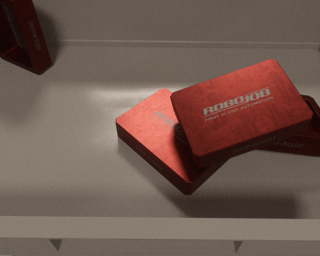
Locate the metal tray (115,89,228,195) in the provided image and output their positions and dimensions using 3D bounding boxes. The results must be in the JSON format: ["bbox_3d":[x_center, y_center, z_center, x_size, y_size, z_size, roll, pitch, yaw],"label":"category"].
[{"bbox_3d":[0.019,0.011,0.393,0.091,0.030,0.130,-37,59,-27],"label":"metal tray"}]

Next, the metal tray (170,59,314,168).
[{"bbox_3d":[0.087,-0.019,0.349,0.131,0.030,0.090,-19,57,0],"label":"metal tray"}]

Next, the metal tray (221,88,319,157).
[{"bbox_3d":[0.142,-0.011,0.390,0.131,0.030,0.090,7,40,-7],"label":"metal tray"}]

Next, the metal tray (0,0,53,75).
[{"bbox_3d":[-0.219,-0.150,0.460,0.090,0.129,0.030,24,54,18],"label":"metal tray"}]
